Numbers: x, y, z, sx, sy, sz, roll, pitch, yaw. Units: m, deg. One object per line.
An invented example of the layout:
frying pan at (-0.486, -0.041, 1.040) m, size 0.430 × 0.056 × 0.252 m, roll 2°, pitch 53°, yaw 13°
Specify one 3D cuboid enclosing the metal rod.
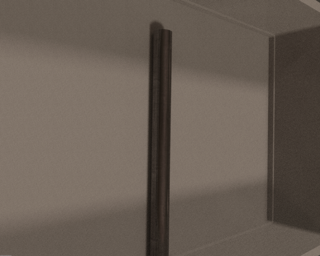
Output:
metal rod at (0.001, 0.022, 0.409) m, size 0.025 × 0.025 × 0.298 m, roll 1°, pitch 89°, yaw -40°
